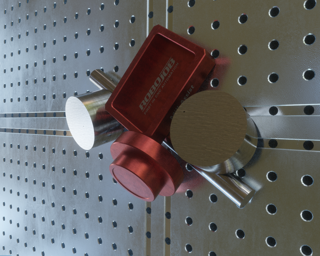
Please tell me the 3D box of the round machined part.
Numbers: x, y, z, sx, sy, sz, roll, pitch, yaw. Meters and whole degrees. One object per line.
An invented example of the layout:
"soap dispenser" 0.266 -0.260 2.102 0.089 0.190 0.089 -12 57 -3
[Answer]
"round machined part" -0.023 0.053 0.382 0.098 0.042 0.098 27 148 19

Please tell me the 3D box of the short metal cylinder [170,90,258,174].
"short metal cylinder" 0.058 0.006 0.330 0.080 0.050 0.080 -9 69 26

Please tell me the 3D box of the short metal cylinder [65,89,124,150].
"short metal cylinder" -0.097 -0.013 0.458 0.080 0.050 0.079 24 124 42

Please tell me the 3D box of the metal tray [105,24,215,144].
"metal tray" -0.004 -0.054 0.390 0.090 0.030 0.130 39 100 33

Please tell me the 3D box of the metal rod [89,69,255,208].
"metal rod" -0.004 -0.003 0.413 0.300 0.025 0.025 39 114 33
